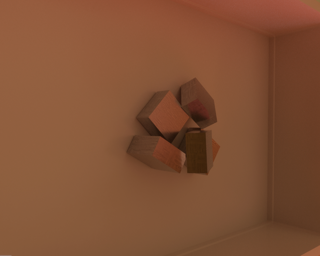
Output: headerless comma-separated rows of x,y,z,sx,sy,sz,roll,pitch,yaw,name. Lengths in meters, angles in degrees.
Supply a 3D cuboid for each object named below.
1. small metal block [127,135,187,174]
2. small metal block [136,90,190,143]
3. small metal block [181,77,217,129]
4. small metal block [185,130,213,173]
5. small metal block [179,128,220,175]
-0.004,0.032,0.386,0.050,0.050,0.025,36,68,-35,small metal block
0.005,-0.014,0.410,0.050,0.025,0.050,51,60,-28,small metal block
0.055,-0.035,0.438,0.050,0.025,0.050,45,30,-31,small metal block
0.052,0.029,0.403,0.050,0.025,0.050,-11,98,-72,small metal block
0.056,0.034,0.454,0.050,0.025,0.050,43,64,-32,small metal block
